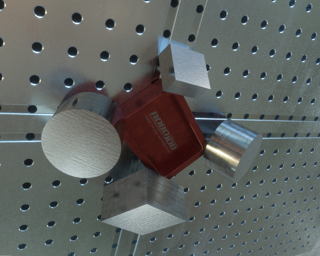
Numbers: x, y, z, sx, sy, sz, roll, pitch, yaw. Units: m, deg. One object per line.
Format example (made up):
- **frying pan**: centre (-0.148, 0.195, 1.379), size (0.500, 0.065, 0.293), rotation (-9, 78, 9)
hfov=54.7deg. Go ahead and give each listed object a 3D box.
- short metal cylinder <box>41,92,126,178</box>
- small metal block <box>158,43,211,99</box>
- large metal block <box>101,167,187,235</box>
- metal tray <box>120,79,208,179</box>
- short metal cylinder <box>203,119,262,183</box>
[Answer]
- **short metal cylinder**: centre (-0.080, 0.007, 0.336), size (0.081, 0.050, 0.079), rotation (0, 116, 0)
- **small metal block**: centre (0.029, -0.066, 0.366), size (0.050, 0.050, 0.025), rotation (9, 151, -32)
- **large metal block**: centre (-0.022, 0.104, 0.425), size (0.080, 0.050, 0.080), rotation (-28, 136, 29)
- **metal tray**: centre (0.004, 0.008, 0.414), size (0.090, 0.030, 0.130), rotation (-36, 129, -5)
- **short metal cylinder**: centre (0.107, 0.033, 0.454), size (0.080, 0.050, 0.079), rotation (-39, 145, -34)
